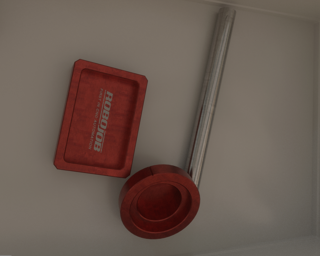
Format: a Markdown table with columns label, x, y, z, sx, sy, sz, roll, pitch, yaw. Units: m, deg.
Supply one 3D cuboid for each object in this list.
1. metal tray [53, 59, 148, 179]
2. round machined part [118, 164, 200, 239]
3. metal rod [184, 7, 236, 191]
| label | x | y | z | sx | sy | sz | roll | pitch | yaw |
| --- | --- | --- | --- | --- | --- | --- | --- | --- | --- |
| metal tray | -0.072 | -0.009 | 0.381 | 0.091 | 0.030 | 0.129 | 12 | 86 | -20 |
| round machined part | -0.003 | 0.087 | 0.389 | 0.099 | 0.042 | 0.097 | -6 | 115 | -12 |
| metal rod | 0.065 | -0.023 | 0.435 | 0.025 | 0.025 | 0.298 | 14 | 85 | -20 |
